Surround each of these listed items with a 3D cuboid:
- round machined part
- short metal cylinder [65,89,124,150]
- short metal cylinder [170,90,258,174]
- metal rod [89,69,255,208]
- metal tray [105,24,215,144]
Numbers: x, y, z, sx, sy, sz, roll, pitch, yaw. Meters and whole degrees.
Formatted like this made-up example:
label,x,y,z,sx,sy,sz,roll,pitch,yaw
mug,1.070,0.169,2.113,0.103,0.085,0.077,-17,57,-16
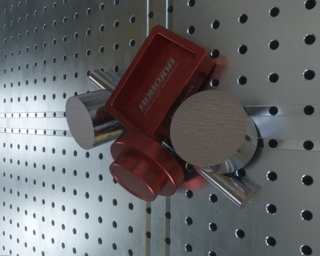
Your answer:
label,x,y,z,sx,sy,sz,roll,pitch,yaw
round machined part,-0.023,0.053,0.382,0.098,0.042,0.098,27,148,19
short metal cylinder,-0.097,-0.013,0.458,0.080,0.050,0.079,24,124,42
short metal cylinder,0.058,0.006,0.330,0.080,0.050,0.080,-9,69,26
metal rod,-0.004,-0.003,0.413,0.300,0.025,0.025,39,114,33
metal tray,-0.004,-0.054,0.390,0.090,0.030,0.130,39,100,33
